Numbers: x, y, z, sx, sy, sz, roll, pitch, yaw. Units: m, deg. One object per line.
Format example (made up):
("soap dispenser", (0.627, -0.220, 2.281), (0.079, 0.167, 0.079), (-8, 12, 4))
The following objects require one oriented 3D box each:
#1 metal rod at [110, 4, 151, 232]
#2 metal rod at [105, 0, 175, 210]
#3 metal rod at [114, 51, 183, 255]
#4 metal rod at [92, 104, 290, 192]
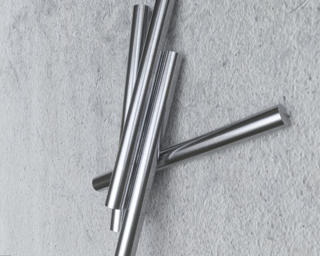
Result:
("metal rod", (-0.038, -0.016, 0.414), (0.025, 0.025, 0.298), (2, 84, 40))
("metal rod", (-0.020, -0.049, 0.386), (0.025, 0.025, 0.298), (11, 86, 39))
("metal rod", (-0.018, 0.052, 0.382), (0.025, 0.025, 0.298), (11, 85, 39))
("metal rod", (0.013, 0.037, 0.394), (0.299, 0.025, 0.025), (-25, 75, 37))
